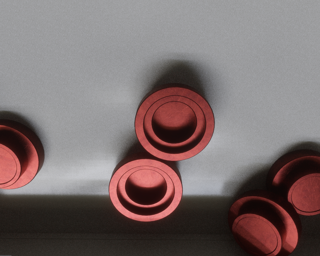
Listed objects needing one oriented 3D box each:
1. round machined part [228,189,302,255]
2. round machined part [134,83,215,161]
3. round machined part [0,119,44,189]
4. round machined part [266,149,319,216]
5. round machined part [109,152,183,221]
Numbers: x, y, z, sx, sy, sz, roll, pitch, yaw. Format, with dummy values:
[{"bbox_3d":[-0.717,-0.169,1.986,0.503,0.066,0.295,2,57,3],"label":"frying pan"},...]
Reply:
[{"bbox_3d":[0.140,0.139,0.429,0.098,0.042,0.097,13,113,32],"label":"round machined part"},{"bbox_3d":[0.018,-0.010,0.398,0.099,0.042,0.097,0,110,0],"label":"round machined part"},{"bbox_3d":[-0.212,0.041,0.415,0.099,0.042,0.097,0,110,0],"label":"round machined part"},{"bbox_3d":[0.205,0.082,0.434,0.099,0.042,0.097,0,110,0],"label":"round machined part"},{"bbox_3d":[-0.019,0.077,0.430,0.099,0.042,0.097,0,110,0],"label":"round machined part"}]
